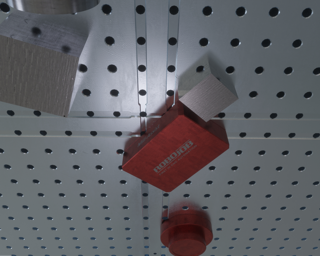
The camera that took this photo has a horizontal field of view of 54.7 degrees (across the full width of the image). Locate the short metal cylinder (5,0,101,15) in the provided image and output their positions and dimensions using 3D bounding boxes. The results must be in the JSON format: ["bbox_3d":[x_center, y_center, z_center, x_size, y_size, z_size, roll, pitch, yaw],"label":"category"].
[{"bbox_3d":[-0.092,-0.135,0.260,0.081,0.080,0.050,4,130,-3],"label":"short metal cylinder"}]

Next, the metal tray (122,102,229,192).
[{"bbox_3d":[0.019,0.032,0.436,0.090,0.030,0.129,32,123,-25],"label":"metal tray"}]

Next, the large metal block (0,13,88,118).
[{"bbox_3d":[-0.130,-0.066,0.338,0.081,0.050,0.079,15,129,-13],"label":"large metal block"}]

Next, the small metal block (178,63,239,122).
[{"bbox_3d":[0.058,-0.042,0.377,0.050,0.025,0.050,36,121,-27],"label":"small metal block"}]

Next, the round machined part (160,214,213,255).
[{"bbox_3d":[0.050,0.206,0.577,0.099,0.042,0.097,0,130,0],"label":"round machined part"}]
